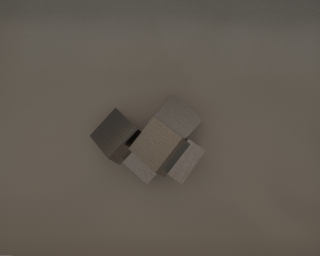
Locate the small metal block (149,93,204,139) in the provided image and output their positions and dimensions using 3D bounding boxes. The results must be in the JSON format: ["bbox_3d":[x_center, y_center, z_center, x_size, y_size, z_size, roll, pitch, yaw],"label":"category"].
[{"bbox_3d":[0.021,-0.010,0.410,0.050,0.025,0.050,42,90,-1],"label":"small metal block"}]

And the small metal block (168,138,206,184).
[{"bbox_3d":[0.030,0.040,0.398,0.025,0.050,0.050,35,90,-1],"label":"small metal block"}]

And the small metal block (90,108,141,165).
[{"bbox_3d":[-0.054,0.010,0.397,0.050,0.025,0.050,-48,52,0],"label":"small metal block"}]

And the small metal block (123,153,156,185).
[{"bbox_3d":[-0.018,0.037,0.409,0.050,0.025,0.050,42,90,-1],"label":"small metal block"}]

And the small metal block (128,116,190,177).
[{"bbox_3d":[-0.001,0.022,0.373,0.050,0.025,0.050,38,90,33],"label":"small metal block"}]
